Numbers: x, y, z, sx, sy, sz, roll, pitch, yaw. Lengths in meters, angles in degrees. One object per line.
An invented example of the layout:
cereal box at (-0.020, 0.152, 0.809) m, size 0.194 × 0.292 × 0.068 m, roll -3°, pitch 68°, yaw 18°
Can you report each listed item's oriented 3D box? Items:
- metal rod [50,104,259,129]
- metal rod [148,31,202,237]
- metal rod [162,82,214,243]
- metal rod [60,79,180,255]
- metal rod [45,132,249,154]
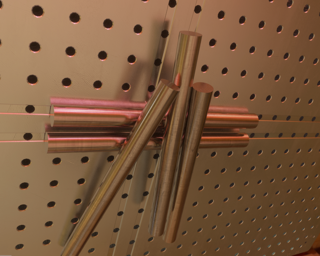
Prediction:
metal rod at (0.014, -0.012, 0.413) m, size 0.303 × 0.025 × 0.025 m, roll 1°, pitch 118°, yaw -29°
metal rod at (0.014, 0.027, 0.405) m, size 0.025 × 0.025 × 0.298 m, roll -6°, pitch 122°, yaw -26°
metal rod at (0.033, 0.071, 0.451) m, size 0.025 × 0.025 × 0.298 m, roll -10°, pitch 130°, yaw -23°
metal rod at (-0.061, 0.070, 0.398) m, size 0.025 × 0.025 × 0.298 m, roll 15°, pitch 117°, yaw -35°
metal rod at (0.003, 0.018, 0.426) m, size 0.303 × 0.025 × 0.025 m, roll 1°, pitch 118°, yaw -29°
